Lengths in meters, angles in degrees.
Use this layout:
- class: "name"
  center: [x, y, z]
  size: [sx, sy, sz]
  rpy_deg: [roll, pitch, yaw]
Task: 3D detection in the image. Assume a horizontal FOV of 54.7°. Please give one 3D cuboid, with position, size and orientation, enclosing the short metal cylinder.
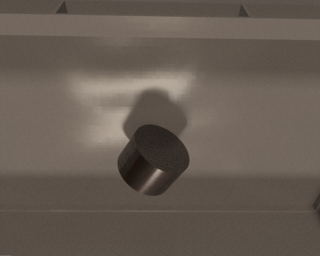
- class: "short metal cylinder"
  center: [-0.009, 0.041, 0.408]
  size: [0.080, 0.080, 0.050]
  rpy_deg: [23, 126, -19]
